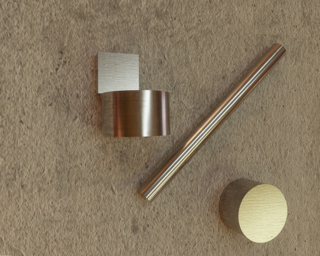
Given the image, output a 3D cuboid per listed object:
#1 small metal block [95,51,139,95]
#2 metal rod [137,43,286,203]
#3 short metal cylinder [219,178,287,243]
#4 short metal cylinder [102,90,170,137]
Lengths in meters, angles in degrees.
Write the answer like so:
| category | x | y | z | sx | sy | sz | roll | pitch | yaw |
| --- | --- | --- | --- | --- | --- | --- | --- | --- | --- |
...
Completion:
| category | x | y | z | sx | sy | sz | roll | pitch | yaw |
| --- | --- | --- | --- | --- | --- | --- | --- | --- | --- |
| small metal block | -0.054 | -0.066 | 0.389 | 0.050 | 0.025 | 0.050 | 0 | 90 | -20 |
| metal rod | 0.081 | -0.016 | 0.438 | 0.301 | 0.025 | 0.025 | -46 | 105 | -14 |
| short metal cylinder | 0.133 | 0.116 | 0.445 | 0.081 | 0.050 | 0.079 | 0 | 90 | -20 |
| short metal cylinder | -0.028 | -0.016 | 0.369 | 0.081 | 0.080 | 0.050 | -2 | 91 | -20 |
